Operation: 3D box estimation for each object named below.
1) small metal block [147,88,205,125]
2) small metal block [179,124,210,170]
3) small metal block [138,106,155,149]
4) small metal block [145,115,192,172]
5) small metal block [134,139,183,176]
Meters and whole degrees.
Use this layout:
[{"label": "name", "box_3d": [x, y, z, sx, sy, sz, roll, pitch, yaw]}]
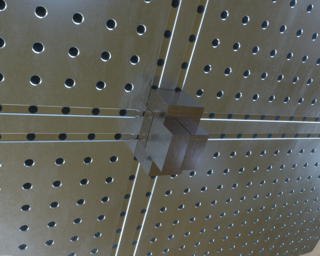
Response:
[{"label": "small metal block", "box_3d": [0.019, -0.026, 0.387, 0.050, 0.050, 0.025, 2, 118, -29]}, {"label": "small metal block", "box_3d": [0.031, 0.018, 0.390, 0.025, 0.050, 0.050, 2, 117, -28]}, {"label": "small metal block", "box_3d": [0.003, 0.000, 0.412, 0.050, 0.025, 0.050, 2, 117, -28]}, {"label": "small metal block", "box_3d": [0.008, 0.018, 0.377, 0.025, 0.050, 0.050, 2, 118, -29]}, {"label": "small metal block", "box_3d": [0.000, 0.039, 0.418, 0.050, 0.050, 0.025, 1, 118, -29]}]
